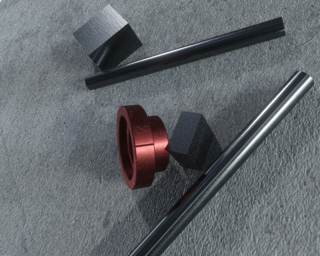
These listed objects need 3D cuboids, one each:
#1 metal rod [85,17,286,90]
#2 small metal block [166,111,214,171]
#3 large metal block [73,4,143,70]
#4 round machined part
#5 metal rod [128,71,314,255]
[{"bbox_3d":[0.022,-0.103,0.453,0.301,0.025,0.025,-12,57,21],"label":"metal rod"},{"bbox_3d":[0.037,0.016,0.358,0.025,0.050,0.050,10,67,31],"label":"small metal block"},{"bbox_3d":[-0.089,-0.151,0.525,0.080,0.050,0.080,-39,51,1],"label":"large metal block"},{"bbox_3d":[-0.020,0.021,0.366,0.042,0.097,0.098,-7,51,-18],"label":"round machined part"},{"bbox_3d":[0.061,0.053,0.338,0.300,0.025,0.025,-47,52,-5],"label":"metal rod"}]
